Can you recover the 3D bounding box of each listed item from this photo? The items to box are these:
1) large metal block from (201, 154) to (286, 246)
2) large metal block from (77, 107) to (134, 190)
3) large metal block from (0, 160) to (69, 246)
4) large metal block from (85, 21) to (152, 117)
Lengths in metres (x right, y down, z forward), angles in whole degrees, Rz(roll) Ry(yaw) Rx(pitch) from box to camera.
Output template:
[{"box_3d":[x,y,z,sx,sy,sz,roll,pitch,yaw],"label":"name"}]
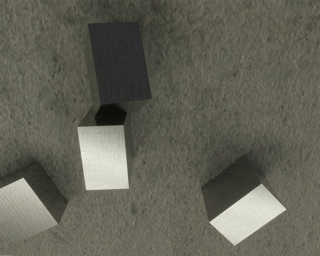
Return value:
[{"box_3d":[0.107,0.094,0.417,0.080,0.080,0.050,-41,105,13],"label":"large metal block"},{"box_3d":[-0.063,0.021,0.387,0.050,0.080,0.079,-2,110,0],"label":"large metal block"},{"box_3d":[-0.191,0.104,0.432,0.080,0.050,0.080,-25,109,8],"label":"large metal block"},{"box_3d":[-0.049,-0.060,0.338,0.050,0.080,0.080,-9,86,-17],"label":"large metal block"}]
